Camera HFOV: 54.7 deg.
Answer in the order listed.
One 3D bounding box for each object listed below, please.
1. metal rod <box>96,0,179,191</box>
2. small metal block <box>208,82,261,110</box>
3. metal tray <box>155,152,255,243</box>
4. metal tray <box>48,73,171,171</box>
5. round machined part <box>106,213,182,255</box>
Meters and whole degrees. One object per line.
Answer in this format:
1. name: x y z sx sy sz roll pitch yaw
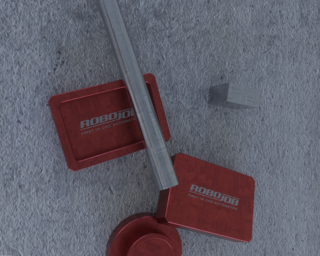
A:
1. metal rod: -0.037 -0.074 0.365 0.025 0.025 0.299 -17 85 -20
2. small metal block: 0.103 -0.044 0.435 0.050 0.050 0.025 10 87 -20
3. metal tray: 0.065 0.095 0.417 0.131 0.030 0.090 20 65 -19
4. metal tray: -0.060 -0.010 0.384 0.131 0.030 0.089 -17 96 -20
5. round machined part: -0.016 0.162 0.395 0.099 0.042 0.097 0 90 -20
